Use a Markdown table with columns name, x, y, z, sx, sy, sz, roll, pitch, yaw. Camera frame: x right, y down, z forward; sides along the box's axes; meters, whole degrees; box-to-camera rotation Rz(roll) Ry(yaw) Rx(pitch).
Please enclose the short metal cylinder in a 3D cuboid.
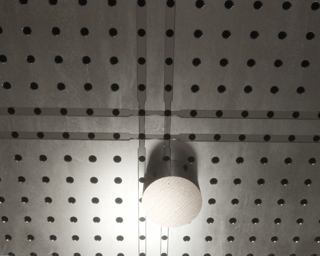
| name | x | y | z | sx | sy | sz | roll | pitch | yaw |
| --- | --- | --- | --- | --- | --- | --- | --- | --- | --- |
| short metal cylinder | 0.016 | 0.091 | 0.434 | 0.081 | 0.050 | 0.079 | 0 | 110 | -1 |
